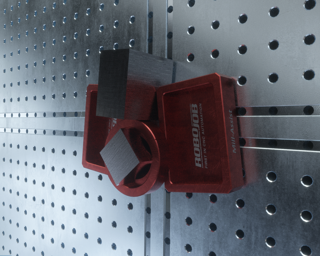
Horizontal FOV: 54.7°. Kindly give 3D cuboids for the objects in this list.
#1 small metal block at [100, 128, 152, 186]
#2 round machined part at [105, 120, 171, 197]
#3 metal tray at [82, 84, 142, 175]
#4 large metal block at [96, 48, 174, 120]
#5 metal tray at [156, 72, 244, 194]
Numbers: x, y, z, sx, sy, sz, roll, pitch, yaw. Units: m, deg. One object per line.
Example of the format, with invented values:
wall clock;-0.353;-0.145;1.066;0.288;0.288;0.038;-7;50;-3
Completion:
small metal block;-0.042;0.035;0.384;0.050;0.025;0.050;-47;62;30
round machined part;-0.024;0.036;0.401;0.098;0.042;0.097;0;90;40
metal tray;-0.073;0.002;0.461;0.090;0.030;0.129;8;95;39
large metal block;-0.031;-0.052;0.394;0.050;0.081;0.079;8;95;40
metal tray;0.044;0.009;0.364;0.090;0.030;0.129;-8;85;39
